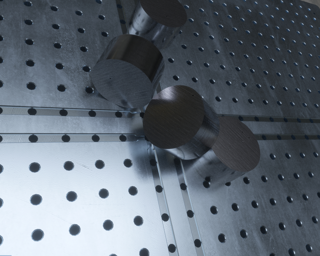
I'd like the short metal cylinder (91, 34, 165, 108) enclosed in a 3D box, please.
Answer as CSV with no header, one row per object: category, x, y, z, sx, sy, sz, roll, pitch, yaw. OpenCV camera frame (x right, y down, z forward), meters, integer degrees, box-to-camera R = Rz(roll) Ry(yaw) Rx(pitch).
short metal cylinder,-0.039,-0.071,0.395,0.080,0.080,0.050,28,52,-11

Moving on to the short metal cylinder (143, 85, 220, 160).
short metal cylinder,0.026,-0.006,0.381,0.050,0.080,0.080,34,40,-54

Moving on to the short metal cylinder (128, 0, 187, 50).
short metal cylinder,-0.004,-0.173,0.495,0.081,0.050,0.080,14,56,-21

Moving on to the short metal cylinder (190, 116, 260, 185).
short metal cylinder,0.087,0.031,0.420,0.081,0.050,0.080,14,56,-21
